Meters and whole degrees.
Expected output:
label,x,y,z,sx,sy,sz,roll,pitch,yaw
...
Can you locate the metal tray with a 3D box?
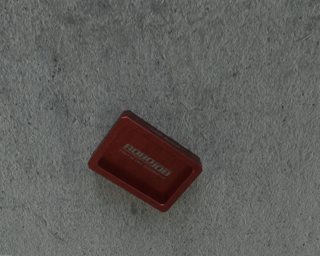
label,x,y,z,sx,sy,sz,roll,pitch,yaw
metal tray,-0.019,0.047,0.426,0.130,0.030,0.090,34,106,-12
